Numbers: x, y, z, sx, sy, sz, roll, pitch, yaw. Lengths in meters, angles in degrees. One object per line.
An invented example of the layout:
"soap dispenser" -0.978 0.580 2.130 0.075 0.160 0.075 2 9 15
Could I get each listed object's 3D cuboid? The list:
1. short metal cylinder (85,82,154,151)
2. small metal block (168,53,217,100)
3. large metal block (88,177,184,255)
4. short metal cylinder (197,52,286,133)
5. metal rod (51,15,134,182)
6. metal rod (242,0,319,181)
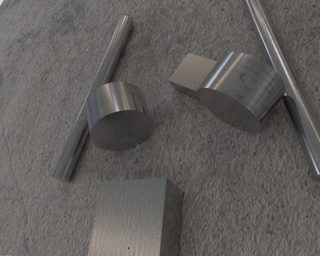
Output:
"short metal cylinder" -0.054 -0.014 0.405 0.080 0.080 0.050 -28 52 11
"small metal block" 0.048 -0.070 0.422 0.050 0.025 0.050 28 77 37
"large metal block" -0.023 0.102 0.337 0.080 0.050 0.080 -8 58 24
"short metal cylinder" 0.089 -0.038 0.345 0.080 0.080 0.050 28 78 37
"metal rod" -0.099 -0.060 0.492 0.025 0.025 0.300 3 63 29
"metal rod" 0.145 -0.078 0.375 0.025 0.025 0.299 -18 54 17
